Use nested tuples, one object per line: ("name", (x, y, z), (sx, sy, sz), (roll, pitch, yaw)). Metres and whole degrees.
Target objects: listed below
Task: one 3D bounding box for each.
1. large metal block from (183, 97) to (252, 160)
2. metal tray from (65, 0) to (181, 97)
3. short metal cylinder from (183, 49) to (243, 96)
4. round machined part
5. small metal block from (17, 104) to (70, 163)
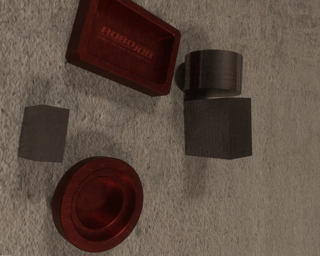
("large metal block", (0.081, -0.001, 0.439), (0.050, 0.080, 0.079), (-3, 92, -40))
("metal tray", (-0.037, -0.099, 0.371), (0.131, 0.030, 0.090), (18, 78, -39))
("short metal cylinder", (0.074, -0.074, 0.433), (0.081, 0.080, 0.050), (5, 87, -40))
("round machined part", (-0.070, 0.079, 0.337), (0.099, 0.042, 0.097), (0, 90, -40))
("small metal block", (-0.112, 0.005, 0.296), (0.025, 0.050, 0.050), (10, 84, -40))
